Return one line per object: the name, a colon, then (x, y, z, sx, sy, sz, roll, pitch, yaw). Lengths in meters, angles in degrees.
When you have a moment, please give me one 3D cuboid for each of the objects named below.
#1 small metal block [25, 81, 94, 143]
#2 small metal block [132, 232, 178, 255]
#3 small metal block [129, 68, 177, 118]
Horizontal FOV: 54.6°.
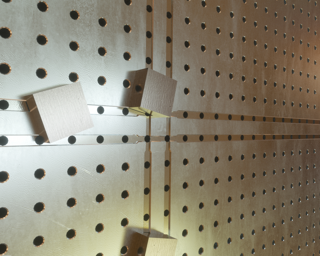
small metal block: (-0.103, -0.017, 0.322, 0.050, 0.025, 0.050, -25, 106, -37)
small metal block: (-0.008, 0.165, 0.402, 0.050, 0.025, 0.050, 20, 77, -38)
small metal block: (-0.008, -0.044, 0.401, 0.050, 0.025, 0.050, 17, 79, -39)
